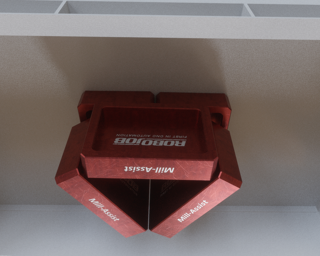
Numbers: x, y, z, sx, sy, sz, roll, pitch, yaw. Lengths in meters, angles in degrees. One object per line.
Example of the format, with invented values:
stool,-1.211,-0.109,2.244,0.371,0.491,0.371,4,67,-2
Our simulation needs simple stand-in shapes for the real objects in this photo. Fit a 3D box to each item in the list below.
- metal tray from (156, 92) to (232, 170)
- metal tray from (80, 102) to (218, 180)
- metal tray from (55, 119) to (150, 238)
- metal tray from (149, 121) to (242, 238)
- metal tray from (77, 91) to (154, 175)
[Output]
metal tray,0.039,0.015,0.417,0.091,0.030,0.129,1,129,-1
metal tray,-0.010,0.011,0.333,0.131,0.090,0.030,2,130,-1
metal tray,-0.061,0.061,0.376,0.030,0.090,0.130,-25,126,20
metal tray,0.036,0.064,0.378,0.030,0.090,0.129,29,125,-22
metal tray,-0.053,0.013,0.415,0.091,0.030,0.129,0,129,0
